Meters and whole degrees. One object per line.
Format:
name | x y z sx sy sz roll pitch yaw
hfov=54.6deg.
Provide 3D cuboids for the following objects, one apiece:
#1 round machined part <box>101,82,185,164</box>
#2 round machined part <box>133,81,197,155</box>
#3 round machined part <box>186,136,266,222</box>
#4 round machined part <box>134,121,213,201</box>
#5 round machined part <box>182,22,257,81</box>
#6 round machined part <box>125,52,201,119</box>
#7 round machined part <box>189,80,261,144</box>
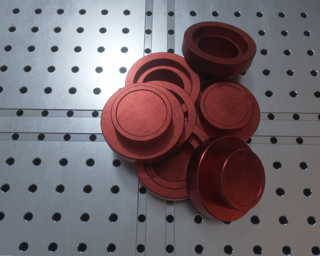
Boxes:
round machined part | -0.020 -0.010 0.361 0.099 0.042 0.098 0 70 0
round machined part | -0.003 -0.009 0.406 0.099 0.042 0.098 0 70 0
round machined part | 0.082 0.058 0.356 0.099 0.042 0.098 3 84 -32
round machined part | 0.018 0.041 0.388 0.099 0.042 0.098 0 70 0
round machined part | 0.078 -0.102 0.429 0.099 0.042 0.098 4 49 -5
round machined part | 0.004 -0.050 0.421 0.099 0.042 0.098 0 70 0
round machined part | 0.084 -0.022 0.411 0.099 0.042 0.098 0 70 0
